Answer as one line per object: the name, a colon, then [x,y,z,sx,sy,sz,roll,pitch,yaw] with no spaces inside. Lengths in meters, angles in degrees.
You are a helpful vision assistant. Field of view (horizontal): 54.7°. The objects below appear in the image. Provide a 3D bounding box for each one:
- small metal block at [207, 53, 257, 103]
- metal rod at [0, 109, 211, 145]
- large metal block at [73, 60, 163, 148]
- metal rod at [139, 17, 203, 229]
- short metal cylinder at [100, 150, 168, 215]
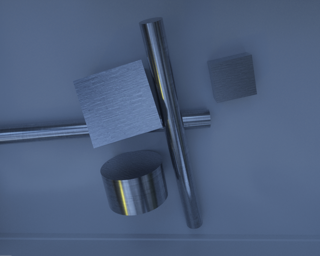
small metal block: [0.090,-0.063,0.389,0.050,0.025,0.050,-13,110,4]
metal rod: [-0.086,0.000,0.409,0.302,0.025,0.025,-5,110,1]
large metal block: [-0.047,-0.027,0.371,0.080,0.050,0.080,-17,89,1]
metal rod: [0.021,0.016,0.392,0.025,0.025,0.298,-12,119,4]
short metal cylinder: [-0.033,0.069,0.407,0.080,0.080,0.050,-9,110,3]
